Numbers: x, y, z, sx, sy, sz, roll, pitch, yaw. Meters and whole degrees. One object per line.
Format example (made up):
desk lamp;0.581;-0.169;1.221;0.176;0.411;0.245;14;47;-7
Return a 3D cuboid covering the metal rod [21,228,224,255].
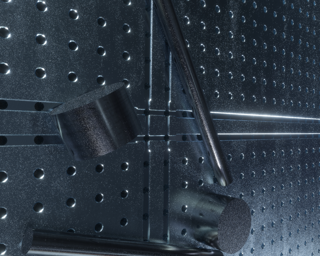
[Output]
metal rod;-0.019;0.157;0.393;0.302;0.025;0.025;23;75;-38

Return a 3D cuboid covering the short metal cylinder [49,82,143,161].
short metal cylinder;-0.064;-0.009;0.319;0.081;0.080;0.050;-34;111;-35

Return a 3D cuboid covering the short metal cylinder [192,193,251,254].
short metal cylinder;0.095;0.143;0.473;0.081;0.050;0.079;0;91;-40

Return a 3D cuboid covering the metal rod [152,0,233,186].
metal rod;0.052;-0.046;0.452;0.025;0.025;0.299;-34;111;-35
